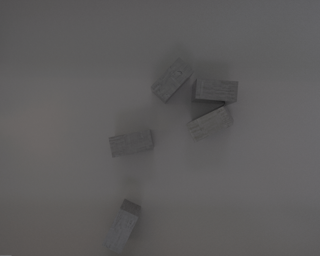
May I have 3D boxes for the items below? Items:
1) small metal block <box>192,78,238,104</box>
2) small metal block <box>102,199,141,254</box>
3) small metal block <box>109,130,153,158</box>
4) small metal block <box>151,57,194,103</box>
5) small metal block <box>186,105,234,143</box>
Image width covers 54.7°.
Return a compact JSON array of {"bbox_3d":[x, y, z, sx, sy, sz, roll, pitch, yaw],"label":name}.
[{"bbox_3d":[0.069,-0.046,0.399,0.050,0.050,0.025,4,90,0],"label":"small metal block"},{"bbox_3d":[-0.048,0.125,0.398,0.025,0.050,0.050,26,90,0],"label":"small metal block"},{"bbox_3d":[-0.035,0.019,0.398,0.050,0.050,0.025,-11,90,0],"label":"small metal block"},{"bbox_3d":[0.015,-0.059,0.399,0.025,0.050,0.050,44,90,0],"label":"small metal block"},{"bbox_3d":[0.065,-0.007,0.393,0.050,0.050,0.025,-27,91,16],"label":"small metal block"}]
